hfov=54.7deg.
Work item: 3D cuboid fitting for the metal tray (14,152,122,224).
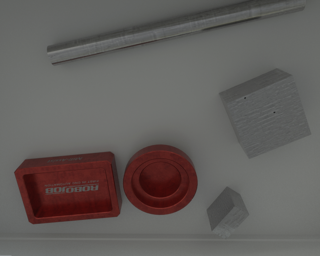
[{"bbox_3d":[-0.125,0.085,0.438,0.131,0.030,0.089,-5,110,1],"label":"metal tray"}]

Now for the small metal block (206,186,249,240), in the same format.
[{"bbox_3d":[0.096,0.121,0.444,0.025,0.050,0.050,33,107,-12],"label":"small metal block"}]

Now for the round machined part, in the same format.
[{"bbox_3d":[0.001,0.067,0.427,0.099,0.042,0.097,0,110,-1],"label":"round machined part"}]

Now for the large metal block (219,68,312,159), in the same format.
[{"bbox_3d":[0.131,-0.019,0.393,0.080,0.050,0.080,-23,109,8],"label":"large metal block"}]

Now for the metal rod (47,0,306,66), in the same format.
[{"bbox_3d":[0.016,-0.118,0.367,0.302,0.025,0.025,-12,110,3],"label":"metal rod"}]
